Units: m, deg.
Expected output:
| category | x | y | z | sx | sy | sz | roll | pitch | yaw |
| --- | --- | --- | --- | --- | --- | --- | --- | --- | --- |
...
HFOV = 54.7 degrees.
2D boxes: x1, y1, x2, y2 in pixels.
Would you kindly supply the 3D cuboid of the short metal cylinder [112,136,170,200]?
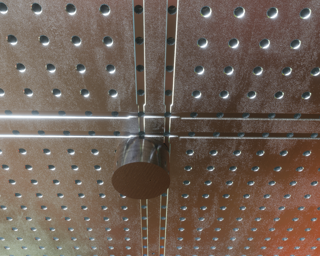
| category | x | y | z | sx | sy | sz | roll | pitch | yaw |
| --- | --- | --- | --- | --- | --- | --- | --- | --- | --- |
| short metal cylinder | -0.026 | 0.058 | 0.444 | 0.081 | 0.050 | 0.079 | 0 | 130 | 0 |
